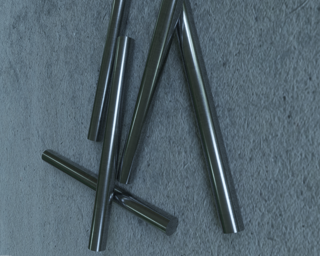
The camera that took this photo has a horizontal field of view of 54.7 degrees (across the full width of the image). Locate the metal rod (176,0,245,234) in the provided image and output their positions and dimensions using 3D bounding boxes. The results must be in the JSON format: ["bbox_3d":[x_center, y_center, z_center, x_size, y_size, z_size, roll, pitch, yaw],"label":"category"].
[{"bbox_3d":[0.050,-0.032,0.363,0.025,0.025,0.299,-19,78,38],"label":"metal rod"}]

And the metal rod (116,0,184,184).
[{"bbox_3d":[-0.012,-0.059,0.393,0.025,0.025,0.298,33,117,35],"label":"metal rod"}]

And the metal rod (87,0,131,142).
[{"bbox_3d":[-0.070,-0.125,0.462,0.025,0.025,0.298,21,103,38],"label":"metal rod"}]

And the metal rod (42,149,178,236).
[{"bbox_3d":[-0.097,0.088,0.484,0.300,0.025,0.025,18,102,38],"label":"metal rod"}]

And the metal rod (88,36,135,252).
[{"bbox_3d":[-0.068,0.020,0.439,0.025,0.025,0.298,5,87,40],"label":"metal rod"}]
